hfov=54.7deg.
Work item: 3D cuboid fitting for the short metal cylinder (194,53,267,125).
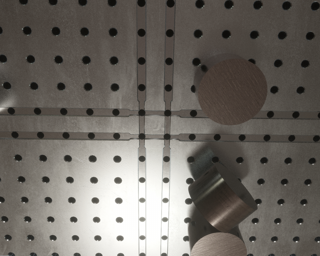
[{"bbox_3d":[0.084,-0.049,0.383,0.081,0.050,0.079,0,110,-1],"label":"short metal cylinder"}]

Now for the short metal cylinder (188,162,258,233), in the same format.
[{"bbox_3d":[0.085,0.093,0.420,0.080,0.080,0.050,42,105,-14],"label":"short metal cylinder"}]

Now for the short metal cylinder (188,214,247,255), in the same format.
[{"bbox_3d":[0.084,0.173,0.465,0.081,0.050,0.079,0,110,-1],"label":"short metal cylinder"}]
